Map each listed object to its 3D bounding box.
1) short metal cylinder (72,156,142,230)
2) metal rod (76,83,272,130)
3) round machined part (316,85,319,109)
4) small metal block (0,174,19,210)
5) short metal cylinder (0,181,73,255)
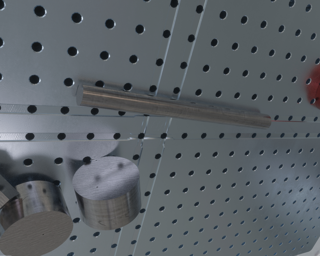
[{"bbox_3d":[-0.065,0.080,0.390,0.081,0.080,0.050,-15,125,-20],"label":"short metal cylinder"},{"bbox_3d":[0.040,-0.023,0.418,0.302,0.025,0.025,6,116,-31],"label":"metal rod"},{"bbox_3d":[0.325,-0.064,0.539,0.099,0.042,0.097,-14,124,-21],"label":"round machined part"},{"bbox_3d":[-0.194,0.073,0.335,0.050,0.025,0.050,-43,95,1],"label":"small metal block"},{"bbox_3d":[-0.152,0.111,0.374,0.081,0.050,0.079,-19,133,-21],"label":"short metal cylinder"}]
